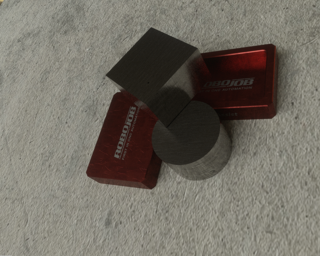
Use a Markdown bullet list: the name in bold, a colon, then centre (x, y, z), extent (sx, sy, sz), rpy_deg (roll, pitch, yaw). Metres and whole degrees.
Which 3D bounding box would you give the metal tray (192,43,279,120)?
- **metal tray**: centre (0.079, -0.055, 0.394), extent (0.130, 0.030, 0.090), rpy_deg (-1, 61, 27)

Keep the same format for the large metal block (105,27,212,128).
- **large metal block**: centre (-0.002, -0.061, 0.361), extent (0.080, 0.050, 0.080), rpy_deg (-48, 51, -6)

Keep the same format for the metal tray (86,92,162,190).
- **metal tray**: centre (-0.036, 0.012, 0.415), extent (0.090, 0.030, 0.130), rpy_deg (1, 62, 28)

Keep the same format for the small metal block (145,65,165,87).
- **small metal block**: centre (-0.006, -0.061, 0.430), extent (0.050, 0.050, 0.025), rpy_deg (1, 62, 28)

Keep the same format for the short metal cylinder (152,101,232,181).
- **short metal cylinder**: centre (0.038, 0.015, 0.360), extent (0.080, 0.050, 0.080), rpy_deg (-13, 56, 21)
